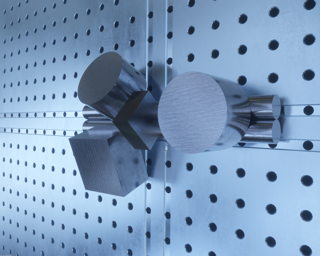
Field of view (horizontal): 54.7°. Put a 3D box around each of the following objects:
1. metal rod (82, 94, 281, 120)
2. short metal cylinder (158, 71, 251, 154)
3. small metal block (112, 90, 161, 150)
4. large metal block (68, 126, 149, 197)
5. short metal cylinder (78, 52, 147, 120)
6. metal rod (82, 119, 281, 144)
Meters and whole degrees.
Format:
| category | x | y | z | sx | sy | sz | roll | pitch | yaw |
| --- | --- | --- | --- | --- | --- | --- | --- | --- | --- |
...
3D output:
| category | x | y | z | sx | sy | sz | roll | pitch | yaw |
| --- | --- | --- | --- | --- | --- | --- | --- | --- | --- |
| metal rod | 0.001 | -0.023 | 0.404 | 0.300 | 0.025 | 0.025 | 1 | 91 | 40 |
| short metal cylinder | 0.045 | -0.015 | 0.319 | 0.080 | 0.050 | 0.079 | 0 | 90 | 40 |
| small metal block | -0.022 | -0.009 | 0.370 | 0.025 | 0.050 | 0.050 | 1 | 49 | 40 |
| large metal block | -0.071 | 0.043 | 0.429 | 0.080 | 0.050 | 0.080 | -1 | 110 | 40 |
| short metal cylinder | -0.066 | -0.056 | 0.424 | 0.080 | 0.050 | 0.080 | -19 | 55 | 30 |
| metal rod | 0.001 | 0.002 | 0.404 | 0.300 | 0.025 | 0.025 | 1 | 91 | 40 |
